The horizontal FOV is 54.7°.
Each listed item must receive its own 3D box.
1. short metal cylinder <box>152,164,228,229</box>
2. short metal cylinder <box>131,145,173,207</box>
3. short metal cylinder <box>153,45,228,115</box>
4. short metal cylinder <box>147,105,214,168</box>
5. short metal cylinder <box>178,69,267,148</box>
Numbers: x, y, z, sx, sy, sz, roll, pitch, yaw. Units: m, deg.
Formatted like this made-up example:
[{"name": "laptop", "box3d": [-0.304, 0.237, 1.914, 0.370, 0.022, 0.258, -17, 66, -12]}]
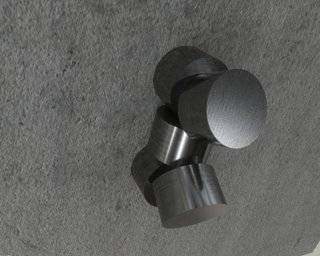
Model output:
[{"name": "short metal cylinder", "box3d": [0.035, 0.084, 0.378, 0.081, 0.050, 0.080, -13, 150, -7]}, {"name": "short metal cylinder", "box3d": [0.005, 0.063, 0.434, 0.081, 0.050, 0.079, -14, 124, -21]}, {"name": "short metal cylinder", "box3d": [0.038, -0.055, 0.379, 0.081, 0.050, 0.079, -14, 124, -21]}, {"name": "short metal cylinder", "box3d": [0.029, 0.009, 0.395, 0.081, 0.080, 0.050, 1, 118, -29]}, {"name": "short metal cylinder", "box3d": [0.067, -0.020, 0.332, 0.081, 0.050, 0.079, -2, 94, -29]}]
